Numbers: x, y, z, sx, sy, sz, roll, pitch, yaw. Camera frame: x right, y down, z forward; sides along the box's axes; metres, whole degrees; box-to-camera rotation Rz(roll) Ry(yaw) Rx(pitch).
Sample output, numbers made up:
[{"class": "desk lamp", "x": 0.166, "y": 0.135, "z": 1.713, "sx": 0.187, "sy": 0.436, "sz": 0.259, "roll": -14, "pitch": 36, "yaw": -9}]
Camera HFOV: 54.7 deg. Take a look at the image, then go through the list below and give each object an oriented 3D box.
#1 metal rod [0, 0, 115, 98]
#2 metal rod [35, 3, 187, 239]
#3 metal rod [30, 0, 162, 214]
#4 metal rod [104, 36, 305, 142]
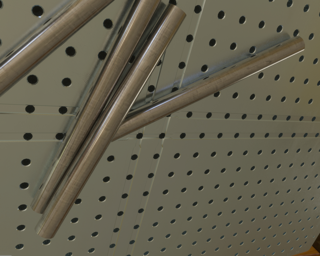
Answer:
[{"class": "metal rod", "x": -0.073, "y": -0.116, "z": 0.299, "sx": 0.300, "sy": 0.025, "sz": 0.025, "roll": -41, "pitch": 130, "yaw": -1}, {"class": "metal rod", "x": -0.059, "y": -0.004, "z": 0.355, "sx": 0.025, "sy": 0.025, "sz": 0.299, "roll": 28, "pitch": 96, "yaw": -38}, {"class": "metal rod", "x": -0.077, "y": -0.024, "z": 0.354, "sx": 0.025, "sy": 0.025, "sz": 0.298, "roll": 20, "pitch": 108, "yaw": -36}, {"class": "metal rod", "x": 0.067, "y": -0.057, "z": 0.414, "sx": 0.302, "sy": 0.025, "sz": 0.025, "roll": -26, "pitch": 128, "yaw": -13}]
